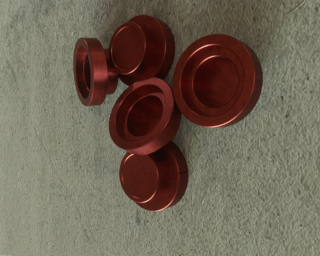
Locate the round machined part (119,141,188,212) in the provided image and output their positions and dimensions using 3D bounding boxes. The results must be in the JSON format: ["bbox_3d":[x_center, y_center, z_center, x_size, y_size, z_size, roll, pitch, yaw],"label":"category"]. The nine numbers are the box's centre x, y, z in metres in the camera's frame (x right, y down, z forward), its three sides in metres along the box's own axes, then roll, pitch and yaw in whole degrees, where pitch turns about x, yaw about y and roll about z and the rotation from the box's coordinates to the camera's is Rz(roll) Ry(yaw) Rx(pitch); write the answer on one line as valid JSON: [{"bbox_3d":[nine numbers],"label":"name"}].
[{"bbox_3d":[-0.015,0.060,0.405,0.098,0.042,0.097,0,90,39],"label":"round machined part"}]

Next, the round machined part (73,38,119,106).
[{"bbox_3d":[-0.093,-0.082,0.456,0.098,0.042,0.097,22,116,57],"label":"round machined part"}]

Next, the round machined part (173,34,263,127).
[{"bbox_3d":[0.065,-0.049,0.340,0.098,0.042,0.097,0,90,39],"label":"round machined part"}]

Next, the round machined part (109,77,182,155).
[{"bbox_3d":[-0.014,-0.012,0.391,0.098,0.042,0.098,-17,58,29],"label":"round machined part"}]

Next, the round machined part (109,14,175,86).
[{"bbox_3d":[-0.031,-0.104,0.418,0.098,0.042,0.097,0,90,39],"label":"round machined part"}]
